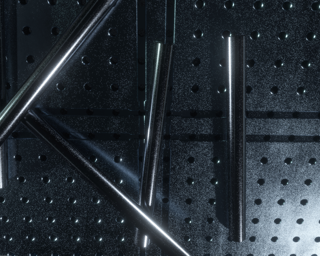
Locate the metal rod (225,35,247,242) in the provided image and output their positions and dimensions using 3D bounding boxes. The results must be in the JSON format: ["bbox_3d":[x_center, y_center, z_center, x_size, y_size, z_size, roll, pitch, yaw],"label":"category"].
[{"bbox_3d":[0.105,0.028,0.425,0.025,0.025,0.298,-5,110,1],"label":"metal rod"}]

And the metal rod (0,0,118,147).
[{"bbox_3d":[-0.153,-0.049,0.376,0.025,0.025,0.299,40,99,-14],"label":"metal rod"}]

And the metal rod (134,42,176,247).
[{"bbox_3d":[-0.011,0.036,0.426,0.025,0.025,0.298,6,110,-3],"label":"metal rod"}]

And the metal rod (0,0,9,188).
[{"bbox_3d":[-0.207,-0.059,0.388,0.025,0.025,0.298,8,110,-3],"label":"metal rod"}]

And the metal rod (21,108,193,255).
[{"bbox_3d":[-0.068,0.086,0.424,0.300,0.025,0.025,44,104,-8],"label":"metal rod"}]
